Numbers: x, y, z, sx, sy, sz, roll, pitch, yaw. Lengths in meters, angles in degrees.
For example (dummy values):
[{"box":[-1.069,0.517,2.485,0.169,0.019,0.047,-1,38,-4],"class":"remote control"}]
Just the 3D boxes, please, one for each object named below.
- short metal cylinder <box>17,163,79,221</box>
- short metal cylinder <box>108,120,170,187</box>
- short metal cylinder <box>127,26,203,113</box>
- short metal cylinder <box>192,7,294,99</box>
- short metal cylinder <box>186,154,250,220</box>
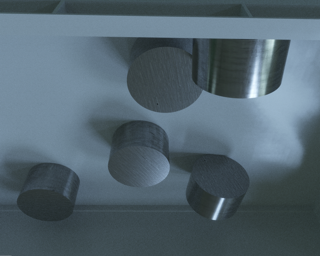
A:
[{"box":[-0.169,0.099,0.474,0.081,0.050,0.079,0,130,0],"class":"short metal cylinder"},{"box":[-0.028,0.036,0.423,0.081,0.050,0.079,0,130,0],"class":"short metal cylinder"},{"box":[0.006,-0.063,0.339,0.081,0.050,0.079,0,130,0],"class":"short metal cylinder"},{"box":[0.069,-0.068,0.269,0.081,0.080,0.050,-2,127,1],"class":"short metal cylinder"},{"box":[0.081,0.084,0.446,0.081,0.080,0.050,6,130,-5],"class":"short metal cylinder"}]
